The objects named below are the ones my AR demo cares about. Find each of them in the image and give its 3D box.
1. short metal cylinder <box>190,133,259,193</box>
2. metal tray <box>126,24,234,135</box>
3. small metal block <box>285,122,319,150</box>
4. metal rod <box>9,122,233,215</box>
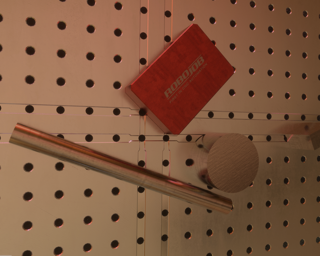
[{"bbox_3d":[0.089,0.046,0.434,0.081,0.050,0.079,0,90,-21],"label":"short metal cylinder"},{"bbox_3d":[0.029,-0.065,0.422,0.090,0.030,0.130,46,75,-15],"label":"metal tray"},{"bbox_3d":[0.238,0.012,0.490,0.050,0.050,0.025,-24,99,-19],"label":"small metal block"},{"bbox_3d":[-0.034,0.060,0.400,0.302,0.025,0.025,22,83,-19],"label":"metal rod"}]
